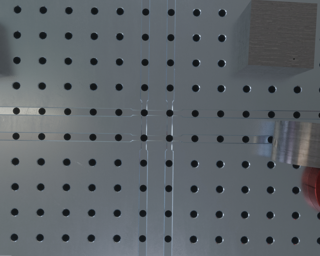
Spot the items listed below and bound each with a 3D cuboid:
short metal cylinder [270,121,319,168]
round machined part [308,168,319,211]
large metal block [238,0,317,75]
[{"bbox_3d":[0.183,0.020,0.387,0.080,0.080,0.050,7,90,0],"label":"short metal cylinder"},{"bbox_3d":[0.253,0.079,0.407,0.099,0.042,0.097,0,90,0],"label":"round machined part"},{"bbox_3d":[0.149,-0.114,0.402,0.080,0.050,0.080,3,90,0],"label":"large metal block"}]
